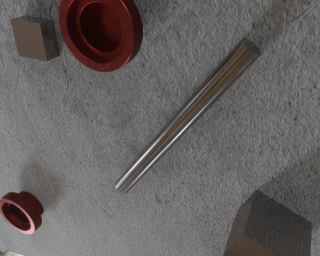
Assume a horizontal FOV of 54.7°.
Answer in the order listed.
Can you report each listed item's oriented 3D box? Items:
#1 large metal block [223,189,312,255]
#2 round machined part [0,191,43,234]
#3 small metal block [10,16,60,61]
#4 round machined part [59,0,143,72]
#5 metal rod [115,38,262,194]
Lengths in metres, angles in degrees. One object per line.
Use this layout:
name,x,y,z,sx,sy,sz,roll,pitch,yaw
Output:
large metal block,0.135,0.138,0.385,0.080,0.080,0.050,31,128,8
round machined part,-0.288,0.174,0.655,0.098,0.042,0.097,13,124,21
small metal block,-0.169,-0.122,0.420,0.050,0.025,0.050,14,124,20
round machined part,-0.063,-0.118,0.356,0.098,0.042,0.097,13,124,21
metal rod,0.016,0.006,0.402,0.025,0.025,0.298,41,129,0
